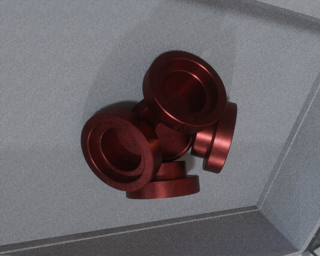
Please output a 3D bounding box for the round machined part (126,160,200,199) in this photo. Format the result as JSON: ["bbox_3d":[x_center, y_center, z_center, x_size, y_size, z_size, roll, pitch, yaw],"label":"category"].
[{"bbox_3d":[0.002,0.067,0.416,0.099,0.098,0.042,-2,83,-28],"label":"round machined part"}]

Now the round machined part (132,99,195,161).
[{"bbox_3d":[0.007,0.006,0.404,0.099,0.042,0.097,-14,125,-21],"label":"round machined part"}]

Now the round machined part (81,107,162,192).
[{"bbox_3d":[-0.041,0.022,0.364,0.042,0.098,0.097,-39,144,-54],"label":"round machined part"}]

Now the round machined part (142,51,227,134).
[{"bbox_3d":[0.025,-0.038,0.363,0.099,0.098,0.042,-4,158,-27],"label":"round machined part"}]

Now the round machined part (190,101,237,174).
[{"bbox_3d":[0.069,0.009,0.418,0.042,0.098,0.097,14,116,5],"label":"round machined part"}]
